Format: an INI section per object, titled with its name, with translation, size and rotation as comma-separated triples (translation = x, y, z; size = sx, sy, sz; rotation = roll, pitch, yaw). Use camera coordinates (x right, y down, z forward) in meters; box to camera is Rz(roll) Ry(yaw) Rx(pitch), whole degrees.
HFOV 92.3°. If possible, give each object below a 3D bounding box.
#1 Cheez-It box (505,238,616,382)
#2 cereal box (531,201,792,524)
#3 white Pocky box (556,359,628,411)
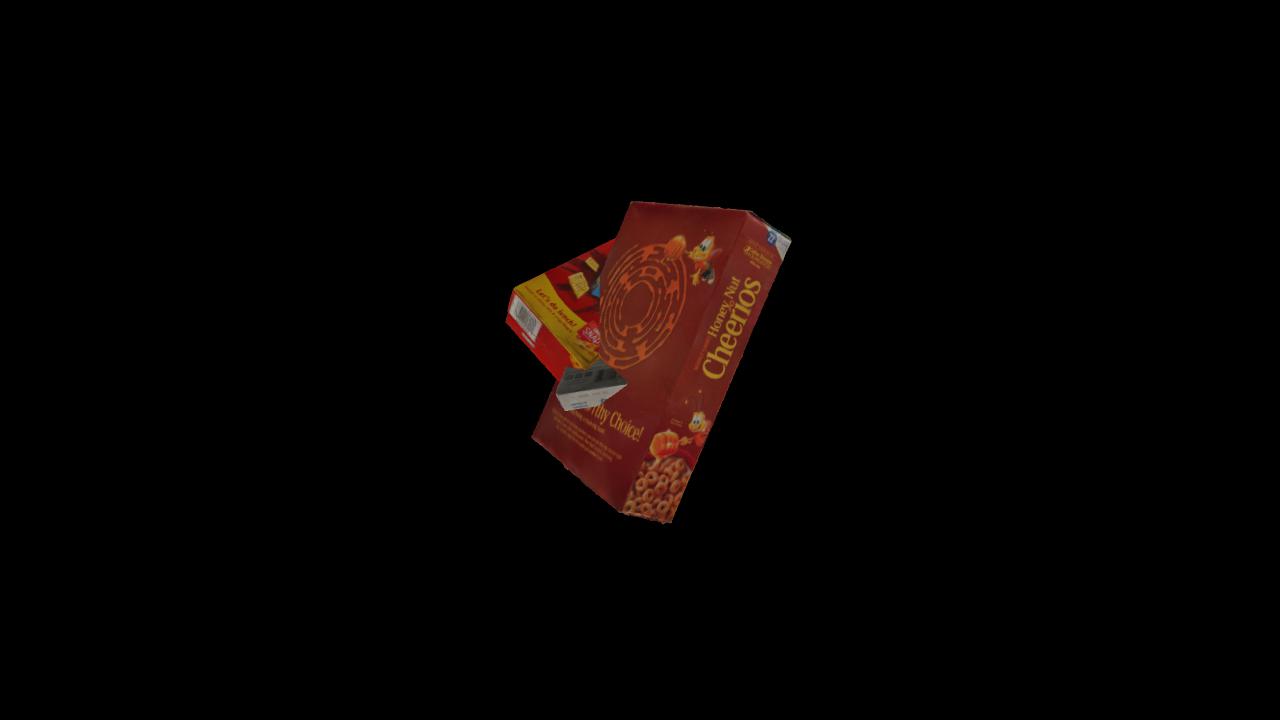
[Cheez-It box]
translation = -0.020, -0.053, 0.730
size = 0.223, 0.166, 0.071
rotation = -35, -13, -35
[cereal box]
translation = 0.011, -0.013, 0.652
size = 0.081, 0.306, 0.203
rotation = 23, 0, -37
[white Pocky box]
translation = -0.033, -0.009, 0.673
size = 0.084, 0.028, 0.154
rotation = -10, 35, 18
